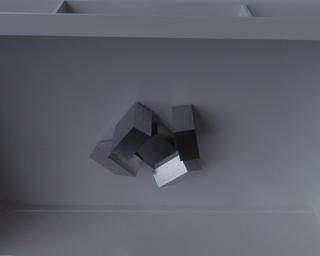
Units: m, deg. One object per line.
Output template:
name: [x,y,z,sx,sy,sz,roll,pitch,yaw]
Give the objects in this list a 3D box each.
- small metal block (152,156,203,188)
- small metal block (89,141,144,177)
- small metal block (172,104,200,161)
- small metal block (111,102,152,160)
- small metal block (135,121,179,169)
small metal block: [0.025,0.061,0.442,0.050,0.025,0.050,-34,160,24]
small metal block: [-0.060,0.043,0.427,0.050,0.025,0.050,41,152,-30]
small metal block: [0.033,0.006,0.395,0.025,0.050,0.050,-9,130,6]
small metal block: [-0.035,0.004,0.392,0.025,0.050,0.050,30,124,-23]
small metal block: [-0.005,0.026,0.428,0.050,0.025,0.050,-34,123,25]
